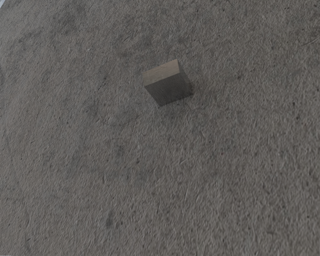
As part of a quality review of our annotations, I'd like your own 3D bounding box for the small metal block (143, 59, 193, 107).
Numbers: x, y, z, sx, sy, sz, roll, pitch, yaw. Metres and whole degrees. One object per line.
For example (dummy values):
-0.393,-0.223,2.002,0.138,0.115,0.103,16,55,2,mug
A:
0.011,-0.060,0.420,0.050,0.050,0.025,-19,54,17,small metal block
